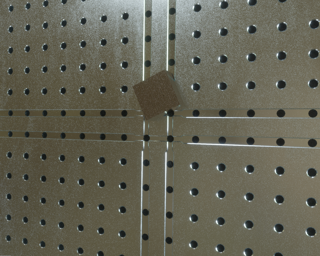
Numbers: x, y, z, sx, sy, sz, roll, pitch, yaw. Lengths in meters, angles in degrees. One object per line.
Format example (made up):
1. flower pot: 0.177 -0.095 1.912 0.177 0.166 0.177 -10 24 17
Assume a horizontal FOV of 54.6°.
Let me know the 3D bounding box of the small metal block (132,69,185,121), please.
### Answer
1. small metal block: -0.002 -0.043 0.414 0.050 0.025 0.050 -25 82 18
